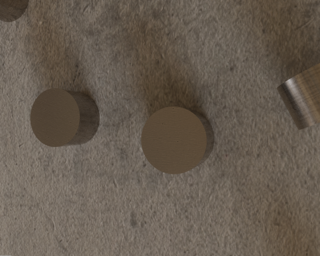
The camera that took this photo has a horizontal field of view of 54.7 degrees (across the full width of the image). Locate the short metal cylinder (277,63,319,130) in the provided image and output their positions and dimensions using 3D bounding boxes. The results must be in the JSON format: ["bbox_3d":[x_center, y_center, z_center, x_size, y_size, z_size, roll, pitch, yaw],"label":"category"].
[{"bbox_3d":[0.171,-0.037,0.320,0.080,0.080,0.050,-27,81,18],"label":"short metal cylinder"}]

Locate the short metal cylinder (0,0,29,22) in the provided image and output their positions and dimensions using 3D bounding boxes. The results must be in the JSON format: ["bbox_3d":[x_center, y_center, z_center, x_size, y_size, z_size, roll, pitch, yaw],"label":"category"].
[{"bbox_3d":[-0.254,-0.213,0.483,0.080,0.050,0.079,0,90,19],"label":"short metal cylinder"}]

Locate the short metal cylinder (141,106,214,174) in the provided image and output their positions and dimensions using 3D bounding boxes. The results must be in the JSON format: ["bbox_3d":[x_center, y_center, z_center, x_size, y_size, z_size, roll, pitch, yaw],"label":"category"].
[{"bbox_3d":[0.023,0.014,0.387,0.080,0.050,0.079,0,90,19],"label":"short metal cylinder"}]

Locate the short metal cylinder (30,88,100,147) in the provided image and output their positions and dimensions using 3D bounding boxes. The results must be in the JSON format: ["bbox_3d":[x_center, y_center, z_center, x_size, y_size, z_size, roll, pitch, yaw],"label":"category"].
[{"bbox_3d":[-0.134,-0.014,0.442,0.080,0.050,0.079,0,90,19],"label":"short metal cylinder"}]
